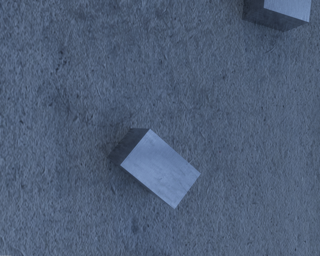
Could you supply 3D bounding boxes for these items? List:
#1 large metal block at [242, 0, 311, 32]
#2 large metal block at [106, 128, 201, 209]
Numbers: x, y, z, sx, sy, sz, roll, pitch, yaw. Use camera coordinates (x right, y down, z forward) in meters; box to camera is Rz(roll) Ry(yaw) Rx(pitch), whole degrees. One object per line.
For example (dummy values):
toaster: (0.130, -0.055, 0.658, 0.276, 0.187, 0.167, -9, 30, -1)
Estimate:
large metal block: (0.175, -0.198, 0.460, 0.081, 0.050, 0.080, 8, 87, -20)
large metal block: (-0.011, 0.045, 0.376, 0.080, 0.080, 0.050, 42, 77, -15)
